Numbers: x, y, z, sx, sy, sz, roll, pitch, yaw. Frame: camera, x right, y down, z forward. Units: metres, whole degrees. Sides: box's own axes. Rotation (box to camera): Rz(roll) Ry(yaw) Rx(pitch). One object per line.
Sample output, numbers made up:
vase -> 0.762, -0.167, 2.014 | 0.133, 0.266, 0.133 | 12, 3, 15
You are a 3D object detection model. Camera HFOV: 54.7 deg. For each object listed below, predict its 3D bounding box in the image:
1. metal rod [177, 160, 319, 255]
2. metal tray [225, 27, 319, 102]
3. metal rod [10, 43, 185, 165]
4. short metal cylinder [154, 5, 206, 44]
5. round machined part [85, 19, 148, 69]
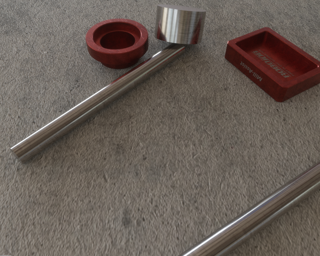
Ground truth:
metal rod -> 0.106, 0.092, 0.326 | 0.302, 0.025, 0.025 | -26, 55, -20
metal tray -> 0.178, -0.104, 0.488 | 0.091, 0.030, 0.130 | -25, 54, -20
metal rod -> -0.070, -0.050, 0.444 | 0.025, 0.025, 0.302 | 36, 58, 26
short metal cylinder -> 0.033, -0.173, 0.514 | 0.081, 0.050, 0.080 | 6, 26, -3
round machined part -> -0.068, -0.133, 0.504 | 0.099, 0.042, 0.098 | 0, 50, 0
